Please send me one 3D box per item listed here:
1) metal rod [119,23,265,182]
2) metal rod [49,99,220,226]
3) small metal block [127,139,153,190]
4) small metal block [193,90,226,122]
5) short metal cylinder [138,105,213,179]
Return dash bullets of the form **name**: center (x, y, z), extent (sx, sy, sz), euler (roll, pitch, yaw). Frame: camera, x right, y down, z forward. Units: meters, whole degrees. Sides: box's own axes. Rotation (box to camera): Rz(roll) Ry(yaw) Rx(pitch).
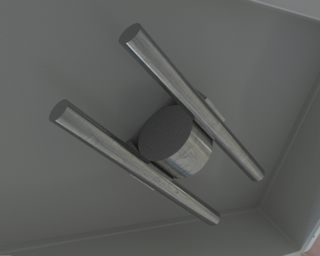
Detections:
- **metal rod**: center (0.059, -0.007, 0.372), extent (0.025, 0.025, 0.300), euler (-46, 130, 3)
- **metal rod**: center (-0.006, 0.061, 0.379), extent (0.025, 0.025, 0.300), euler (-46, 129, 3)
- **small metal block**: center (-0.024, 0.049, 0.409), extent (0.025, 0.050, 0.050), euler (-45, 130, 3)
- **small metal block**: center (0.051, -0.026, 0.403), extent (0.025, 0.050, 0.050), euler (-45, 130, 3)
- **short metal cylinder**: center (0.020, 0.018, 0.394), extent (0.080, 0.080, 0.050), euler (-45, 130, 3)
